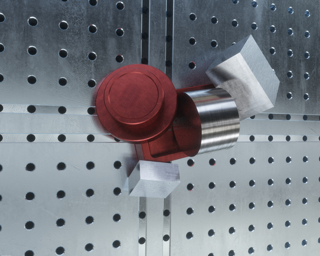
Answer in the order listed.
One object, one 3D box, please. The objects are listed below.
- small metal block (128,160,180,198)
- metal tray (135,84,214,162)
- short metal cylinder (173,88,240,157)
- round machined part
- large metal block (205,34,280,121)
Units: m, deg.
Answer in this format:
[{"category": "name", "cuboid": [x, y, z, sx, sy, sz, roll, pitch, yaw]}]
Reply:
[{"category": "small metal block", "cuboid": [-0.009, 0.066, 0.390, 0.050, 0.050, 0.025, 8, 53, -19]}, {"category": "metal tray", "cuboid": [0.029, -0.007, 0.418, 0.131, 0.030, 0.089, -12, 94, -20]}, {"category": "short metal cylinder", "cuboid": [0.054, -0.008, 0.386, 0.050, 0.080, 0.079, -10, 94, -21]}, {"category": "round machined part", "cuboid": [-0.029, -0.032, 0.369, 0.099, 0.042, 0.098, -1, 76, 3]}, {"category": "large metal block", "cuboid": [0.114, -0.068, 0.417, 0.080, 0.050, 0.080, 53, 38, -13]}]
